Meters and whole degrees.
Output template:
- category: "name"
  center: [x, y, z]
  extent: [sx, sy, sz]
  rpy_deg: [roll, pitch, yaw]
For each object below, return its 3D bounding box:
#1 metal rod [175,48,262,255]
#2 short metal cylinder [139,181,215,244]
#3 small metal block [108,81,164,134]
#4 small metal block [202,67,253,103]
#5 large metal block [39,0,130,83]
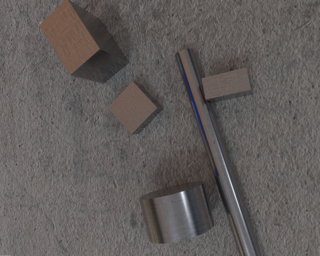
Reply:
- category: "metal rod"
  center: [0.075, 0.045, 0.382]
  extent: [0.025, 0.025, 0.299]
  rpy_deg: [-19, 84, 18]
- category: "short metal cylinder"
  center: [0.020, 0.099, 0.372]
  extent: [0.080, 0.080, 0.050]
  rpy_deg: [-16, 85, 19]
- category: "small metal block"
  center: [-0.033, -0.027, 0.420]
  extent: [0.050, 0.025, 0.050]
  rpy_deg: [-45, 76, 14]
- category: "small metal block"
  center: [0.081, -0.049, 0.367]
  extent: [0.050, 0.050, 0.025]
  rpy_deg: [-11, 86, 19]
- category: "large metal block"
  center: [-0.097, -0.111, 0.413]
  extent: [0.050, 0.080, 0.080]
  rpy_deg: [-37, 79, 16]
